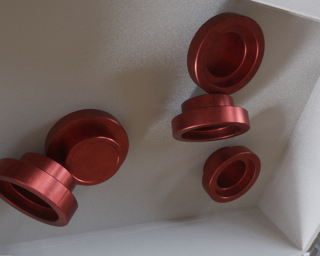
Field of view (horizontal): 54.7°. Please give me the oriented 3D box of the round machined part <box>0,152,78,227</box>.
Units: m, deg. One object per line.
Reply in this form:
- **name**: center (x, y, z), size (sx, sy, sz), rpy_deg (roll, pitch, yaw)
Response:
- **round machined part**: center (-0.133, 0.064, 0.341), size (0.042, 0.098, 0.098), rpy_deg (-63, 142, -38)

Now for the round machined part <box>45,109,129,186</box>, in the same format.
- **round machined part**: center (-0.083, 0.030, 0.371), size (0.099, 0.042, 0.097), rpy_deg (-14, 124, -21)

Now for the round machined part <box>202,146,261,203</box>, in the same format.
- **round machined part**: center (0.110, 0.069, 0.500), size (0.099, 0.042, 0.097), rpy_deg (-14, 124, -21)

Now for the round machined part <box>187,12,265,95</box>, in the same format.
- **round machined part**: center (0.076, -0.092, 0.382), size (0.099, 0.042, 0.097), rpy_deg (-14, 124, -21)

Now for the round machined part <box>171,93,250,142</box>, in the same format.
- **round machined part**: center (0.063, -0.013, 0.402), size (0.099, 0.098, 0.042), rpy_deg (4, 72, -31)
